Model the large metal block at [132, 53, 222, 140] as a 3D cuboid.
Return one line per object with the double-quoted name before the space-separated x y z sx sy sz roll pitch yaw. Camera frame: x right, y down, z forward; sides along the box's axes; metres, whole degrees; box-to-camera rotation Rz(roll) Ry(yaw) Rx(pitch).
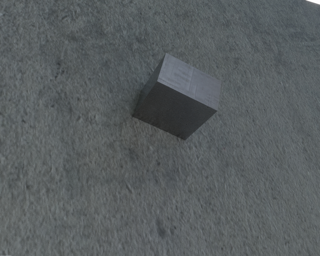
"large metal block" 0.021 -0.037 0.402 0.080 0.080 0.050 25 53 -13
